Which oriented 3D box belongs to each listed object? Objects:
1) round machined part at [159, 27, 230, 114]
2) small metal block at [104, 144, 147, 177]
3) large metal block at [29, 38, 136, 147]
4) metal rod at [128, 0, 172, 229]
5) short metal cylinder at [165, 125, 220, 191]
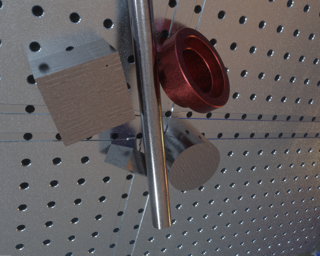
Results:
[{"bbox_3d":[0.035,-0.062,0.359,0.042,0.098,0.098,-25,142,39],"label":"round machined part"},{"bbox_3d":[-0.035,0.044,0.401,0.050,0.050,0.025,30,75,-38],"label":"small metal block"},{"bbox_3d":[-0.080,-0.039,0.328,0.081,0.050,0.080,-23,127,-15],"label":"large metal block"},{"bbox_3d":[-0.010,-0.018,0.352,0.025,0.025,0.298,-13,110,-22],"label":"metal rod"},{"bbox_3d":[0.038,0.043,0.444,0.081,0.050,0.079,-14,125,-21],"label":"short metal cylinder"}]
